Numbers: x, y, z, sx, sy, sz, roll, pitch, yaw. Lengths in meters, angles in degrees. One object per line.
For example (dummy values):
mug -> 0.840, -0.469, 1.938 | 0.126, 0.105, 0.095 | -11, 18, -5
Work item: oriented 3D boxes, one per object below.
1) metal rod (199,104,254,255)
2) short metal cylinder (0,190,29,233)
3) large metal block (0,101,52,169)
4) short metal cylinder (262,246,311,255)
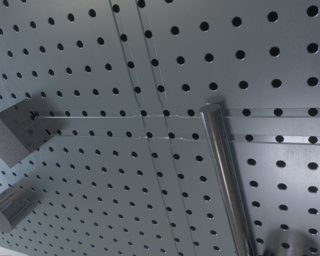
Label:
metal rod -> 0.101, 0.107, 0.424 | 0.025, 0.025, 0.298 | -4, 117, 30
short metal cylinder -> -0.344, 0.186, 0.691 | 0.080, 0.050, 0.079 | 13, 124, 21
large metal block -> -0.250, 0.013, 0.535 | 0.080, 0.050, 0.080 | -30, 102, 37
short metal cylinder -> 0.180, 0.213, 0.432 | 0.080, 0.050, 0.079 | 13, 124, 21
